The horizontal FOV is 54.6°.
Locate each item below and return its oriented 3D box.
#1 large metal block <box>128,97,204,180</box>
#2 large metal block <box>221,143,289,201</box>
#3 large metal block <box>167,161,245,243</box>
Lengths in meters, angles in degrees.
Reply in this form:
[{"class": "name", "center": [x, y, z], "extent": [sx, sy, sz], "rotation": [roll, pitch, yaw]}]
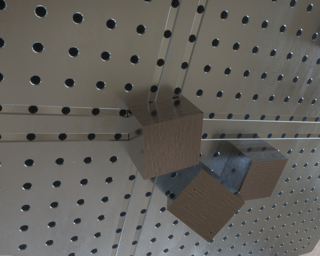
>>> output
[{"class": "large metal block", "center": [0.006, 0.012, 0.405], "extent": [0.081, 0.050, 0.079], "rotation": [-13, 124, -21]}, {"class": "large metal block", "center": [0.156, 0.074, 0.525], "extent": [0.081, 0.050, 0.079], "rotation": [0, 118, -29]}, {"class": "large metal block", "center": [0.067, 0.110, 0.475], "extent": [0.080, 0.050, 0.080], "rotation": [39, 97, -3]}]
